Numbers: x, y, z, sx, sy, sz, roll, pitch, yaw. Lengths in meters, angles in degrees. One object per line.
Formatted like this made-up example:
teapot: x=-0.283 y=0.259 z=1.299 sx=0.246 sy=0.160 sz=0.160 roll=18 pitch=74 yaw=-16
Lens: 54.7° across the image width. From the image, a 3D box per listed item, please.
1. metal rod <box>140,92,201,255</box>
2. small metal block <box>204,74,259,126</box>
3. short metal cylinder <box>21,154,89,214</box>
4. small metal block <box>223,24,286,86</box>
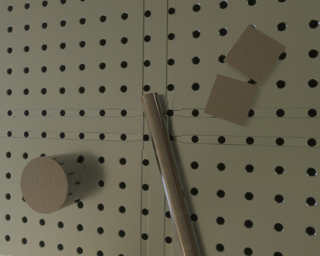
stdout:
metal rod: x=0.023 y=0.100 z=0.404 sx=0.025 sy=0.025 sz=0.298 roll=-16 pitch=85 yaw=19
small metal block: x=0.088 y=-0.034 z=0.381 sx=0.050 sy=0.025 sz=0.050 roll=21 pitch=97 yaw=18
short metal cylinder: x=-0.153 y=0.079 z=0.453 sx=0.080 sy=0.050 sz=0.080 roll=0 pitch=90 yaw=20
small metal block: x=0.113 y=-0.087 z=0.372 sx=0.050 sy=0.025 sz=0.050 roll=38 pitch=102 yaw=16
